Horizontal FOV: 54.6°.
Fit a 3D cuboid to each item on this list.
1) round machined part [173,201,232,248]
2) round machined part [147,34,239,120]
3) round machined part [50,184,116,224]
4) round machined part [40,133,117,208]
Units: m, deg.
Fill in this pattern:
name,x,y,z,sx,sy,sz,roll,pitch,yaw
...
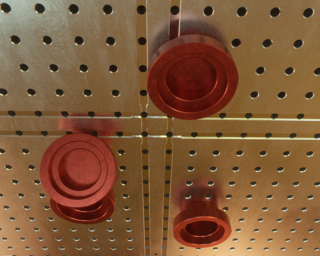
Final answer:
name,x,y,z,sx,sy,sz,roll,pitch,yaw
round machined part,0.072,0.165,0.541,0.099,0.042,0.097,0,130,0
round machined part,0.035,-0.060,0.350,0.099,0.042,0.097,0,130,0
round machined part,-0.119,0.107,0.490,0.099,0.042,0.097,0,130,0
round machined part,-0.108,0.056,0.425,0.099,0.042,0.098,0,86,-3
